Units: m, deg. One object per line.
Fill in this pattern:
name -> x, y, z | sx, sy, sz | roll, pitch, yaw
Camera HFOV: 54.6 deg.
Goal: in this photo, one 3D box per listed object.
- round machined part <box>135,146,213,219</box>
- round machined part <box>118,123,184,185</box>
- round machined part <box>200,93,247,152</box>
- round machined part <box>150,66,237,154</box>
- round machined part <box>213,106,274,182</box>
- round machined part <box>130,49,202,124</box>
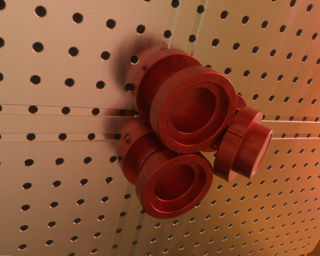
round machined part -> 0.014, 0.063, 0.391 | 0.099, 0.042, 0.097 | -14, 124, -21
round machined part -> -0.004, 0.043, 0.424 | 0.099, 0.042, 0.097 | -14, 124, -21
round machined part -> 0.086, -0.006, 0.443 | 0.099, 0.042, 0.097 | -14, 124, -21
round machined part -> 0.033, -0.023, 0.348 | 0.099, 0.042, 0.097 | -14, 124, -21
round machined part -> 0.109, 0.025, 0.392 | 0.098, 0.042, 0.097 | -45, 150, -36
round machined part -> 0.017, -0.044, 0.383 | 0.099, 0.042, 0.097 | -14, 124, -21
